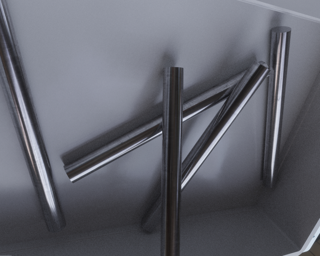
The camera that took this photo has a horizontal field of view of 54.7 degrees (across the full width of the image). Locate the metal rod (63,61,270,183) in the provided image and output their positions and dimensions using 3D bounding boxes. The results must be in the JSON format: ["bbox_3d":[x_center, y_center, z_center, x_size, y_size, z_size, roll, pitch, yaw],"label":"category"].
[{"bbox_3d":[0.017,-0.013,0.411,0.302,0.025,0.025,-28,128,-11],"label":"metal rod"}]

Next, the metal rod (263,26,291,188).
[{"bbox_3d":[0.186,-0.014,0.504,0.025,0.025,0.298,-22,127,-16],"label":"metal rod"}]

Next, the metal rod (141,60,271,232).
[{"bbox_3d":[0.055,0.038,0.444,0.025,0.025,0.298,17,116,-35],"label":"metal rod"}]

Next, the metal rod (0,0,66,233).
[{"bbox_3d":[-0.141,0.004,0.334,0.025,0.025,0.298,-15,125,-20],"label":"metal rod"}]

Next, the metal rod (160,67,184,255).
[{"bbox_3d":[0.014,0.076,0.388,0.025,0.025,0.298,-1,95,-28],"label":"metal rod"}]
